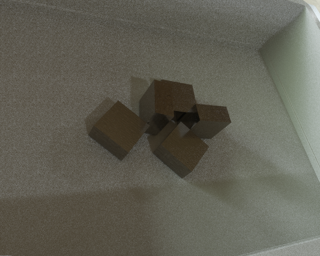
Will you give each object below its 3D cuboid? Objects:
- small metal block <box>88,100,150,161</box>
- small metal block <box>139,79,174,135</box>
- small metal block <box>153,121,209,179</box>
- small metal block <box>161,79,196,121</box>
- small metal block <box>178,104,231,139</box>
[{"bbox_3d":[-0.049,0.003,0.376,0.050,0.025,0.050,39,51,-3],"label":"small metal block"},{"bbox_3d":[-0.006,-0.026,0.401,0.025,0.050,0.050,12,57,-22],"label":"small metal block"},{"bbox_3d":[0.028,0.028,0.402,0.050,0.025,0.050,42,51,0],"label":"small metal block"},{"bbox_3d":[0.023,-0.038,0.440,0.050,0.025,0.050,6,59,-25],"label":"small metal block"},{"bbox_3d":[0.060,-0.008,0.426,0.050,0.050,0.025,3,61,-27],"label":"small metal block"}]
